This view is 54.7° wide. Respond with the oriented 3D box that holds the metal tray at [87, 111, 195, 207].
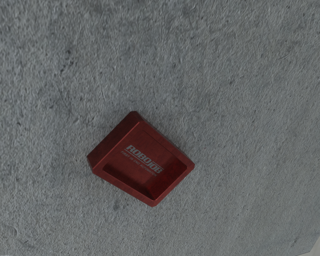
[{"bbox_3d":[-0.022,0.047,0.424,0.090,0.030,0.130,-46,130,3],"label":"metal tray"}]
